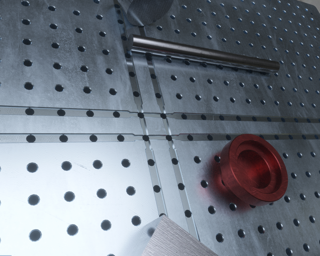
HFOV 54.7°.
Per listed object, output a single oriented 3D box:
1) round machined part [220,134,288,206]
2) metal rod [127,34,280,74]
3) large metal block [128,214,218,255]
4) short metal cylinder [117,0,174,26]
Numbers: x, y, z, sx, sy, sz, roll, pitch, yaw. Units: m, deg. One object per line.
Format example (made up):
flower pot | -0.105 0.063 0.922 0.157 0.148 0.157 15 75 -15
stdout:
round machined part | 0.124 0.060 0.430 0.099 0.042 0.098 14 56 -21
metal rod | 0.090 -0.123 0.533 0.303 0.025 0.025 2 61 -28
large metal block | 0.007 0.148 0.307 0.080 0.050 0.080 38 51 -3
short metal cylinder | -0.026 -0.209 0.488 0.081 0.080 0.050 -16 70 -35
